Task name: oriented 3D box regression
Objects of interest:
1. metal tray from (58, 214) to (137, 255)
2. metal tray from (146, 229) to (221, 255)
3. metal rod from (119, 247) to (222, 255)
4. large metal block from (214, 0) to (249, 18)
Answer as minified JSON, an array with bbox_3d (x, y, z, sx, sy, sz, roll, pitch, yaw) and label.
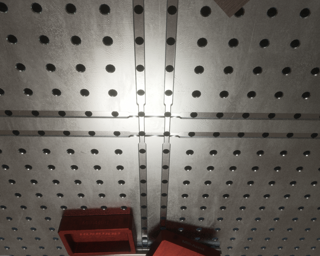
[{"bbox_3d":[-0.112,0.202,0.578,0.131,0.030,0.089,-2,130,1],"label":"metal tray"},{"bbox_3d":[0.043,0.260,0.602,0.131,0.030,0.089,25,108,-10],"label":"metal tray"},{"bbox_3d":[-0.027,0.255,0.628,0.302,0.025,0.025,1,130,-1],"label":"metal rod"},{"bbox_3d":[0.062,-0.158,0.262,0.080,0.050,0.080,36,121,-27],"label":"large metal block"}]
